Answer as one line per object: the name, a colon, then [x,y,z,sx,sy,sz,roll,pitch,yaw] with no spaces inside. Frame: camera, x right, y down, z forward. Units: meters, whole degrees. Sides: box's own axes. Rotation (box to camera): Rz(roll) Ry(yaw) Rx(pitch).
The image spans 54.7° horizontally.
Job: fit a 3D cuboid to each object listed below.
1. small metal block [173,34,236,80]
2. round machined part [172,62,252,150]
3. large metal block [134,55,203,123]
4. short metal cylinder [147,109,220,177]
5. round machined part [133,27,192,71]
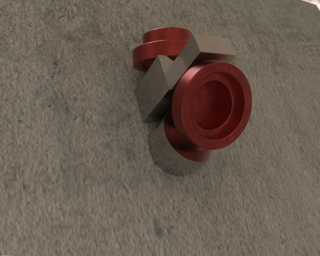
small metal block: [0.051,-0.081,0.364,0.050,0.050,0.025,-3,63,-30]
round machined part: [0.055,-0.027,0.357,0.099,0.042,0.097,-7,103,-28]
large metal block: [0.022,-0.049,0.412,0.081,0.080,0.050,-2,63,-30]
short metal cylinder: [0.030,0.017,0.398,0.081,0.050,0.080,14,56,-21]
round machined part: [0.011,-0.107,0.426,0.099,0.098,0.042,-2,88,-30]
